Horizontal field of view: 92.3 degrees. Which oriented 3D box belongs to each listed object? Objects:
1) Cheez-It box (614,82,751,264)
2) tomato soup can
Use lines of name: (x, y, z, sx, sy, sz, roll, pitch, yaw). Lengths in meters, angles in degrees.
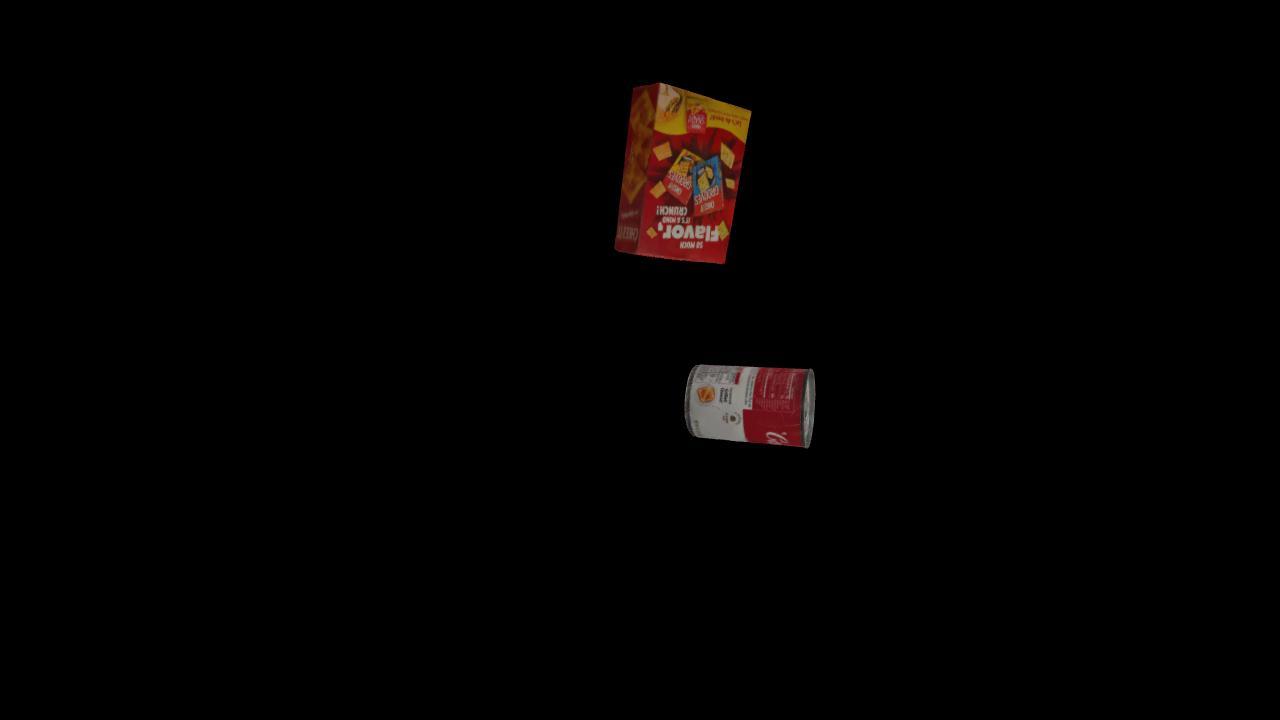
Cheez-It box: (0.060, -0.254, 0.870, 0.166, 0.223, 0.071, -1, 14, -35)
tomato soup can: (0.096, 0.038, 0.532, 0.101, 0.068, 0.068, 3, 1, 22)
